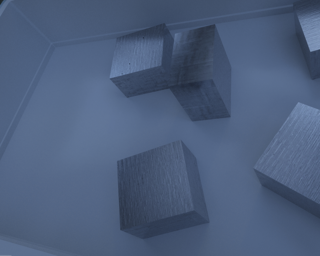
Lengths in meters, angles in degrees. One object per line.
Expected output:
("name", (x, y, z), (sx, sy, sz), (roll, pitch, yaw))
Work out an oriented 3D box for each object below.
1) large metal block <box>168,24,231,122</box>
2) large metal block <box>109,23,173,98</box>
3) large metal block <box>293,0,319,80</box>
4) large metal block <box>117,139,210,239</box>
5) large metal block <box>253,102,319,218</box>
("large metal block", (0.053, -0.064, 0.381), (0.050, 0.080, 0.080), (-7, 59, 25))
("large metal block", (-0.022, -0.099, 0.460), (0.080, 0.050, 0.080), (-10, 58, 22))
("large metal block", (0.204, -0.111, 0.351), (0.080, 0.050, 0.080), (-13, 56, 20))
("large metal block", (0.002, 0.070, 0.345), (0.080, 0.050, 0.080), (-20, 54, 16))
("large metal block", (0.149, 0.034, 0.291), (0.080, 0.050, 0.080), (30, 78, 37))
